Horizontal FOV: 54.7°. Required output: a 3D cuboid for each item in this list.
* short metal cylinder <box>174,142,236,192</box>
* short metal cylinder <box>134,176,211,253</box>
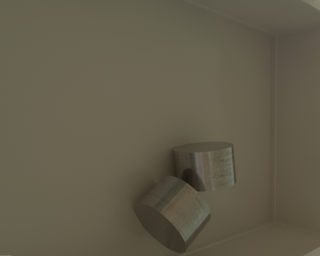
[{"bbox_3d":[0.061,0.050,0.422,0.081,0.080,0.050,-10,97,-40],"label":"short metal cylinder"},{"bbox_3d":[0.015,0.106,0.383,0.050,0.080,0.080,-41,115,-32],"label":"short metal cylinder"}]
